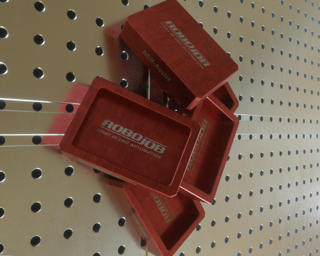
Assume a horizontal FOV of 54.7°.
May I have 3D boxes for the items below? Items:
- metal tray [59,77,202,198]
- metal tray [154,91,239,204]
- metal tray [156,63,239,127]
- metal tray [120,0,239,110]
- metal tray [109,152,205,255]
[{"bbox_3d":[-0.030,0.012,0.342,0.131,0.030,0.090,24,72,-6],"label":"metal tray"},{"bbox_3d":[0.053,0.024,0.413,0.090,0.030,0.130,36,68,-35],"label":"metal tray"},{"bbox_3d":[0.060,-0.054,0.458,0.090,0.030,0.130,-51,120,-28],"label":"metal tray"},{"bbox_3d":[0.026,-0.096,0.390,0.130,0.030,0.091,49,56,5],"label":"metal tray"},{"bbox_3d":[0.002,0.095,0.409,0.091,0.030,0.129,-40,115,-33],"label":"metal tray"}]
